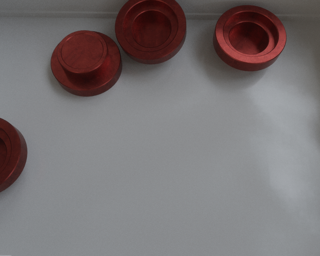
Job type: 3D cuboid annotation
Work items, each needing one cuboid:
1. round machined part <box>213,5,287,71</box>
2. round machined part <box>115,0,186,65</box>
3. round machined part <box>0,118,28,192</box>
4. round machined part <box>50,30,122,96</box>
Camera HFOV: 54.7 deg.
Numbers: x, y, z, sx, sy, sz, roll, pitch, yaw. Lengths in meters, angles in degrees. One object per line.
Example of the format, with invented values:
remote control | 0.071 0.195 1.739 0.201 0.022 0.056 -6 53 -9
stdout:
round machined part | 0.125 -0.124 0.447 0.099 0.042 0.098 0 70 0
round machined part | -0.011 -0.137 0.443 0.099 0.042 0.097 -1 82 5
round machined part | -0.214 0.037 0.385 0.099 0.042 0.098 0 70 0
round machined part | -0.105 -0.097 0.435 0.099 0.042 0.098 0 70 0
